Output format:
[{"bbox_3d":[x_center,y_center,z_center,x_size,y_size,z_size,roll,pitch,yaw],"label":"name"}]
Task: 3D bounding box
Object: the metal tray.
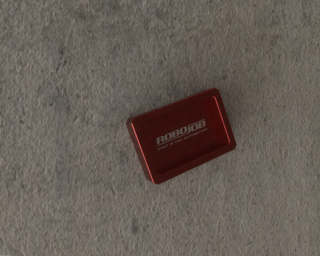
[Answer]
[{"bbox_3d":[0.031,0.008,0.417,0.131,0.030,0.090,-22,97,-19],"label":"metal tray"}]
